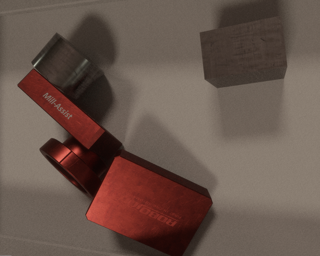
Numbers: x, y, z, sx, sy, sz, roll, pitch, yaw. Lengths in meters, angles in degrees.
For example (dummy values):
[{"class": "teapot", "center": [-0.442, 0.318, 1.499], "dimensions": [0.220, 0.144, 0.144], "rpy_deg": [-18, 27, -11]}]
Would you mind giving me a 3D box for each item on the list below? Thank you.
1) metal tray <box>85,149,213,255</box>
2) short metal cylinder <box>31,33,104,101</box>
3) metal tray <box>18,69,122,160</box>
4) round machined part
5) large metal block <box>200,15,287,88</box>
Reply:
[{"class": "metal tray", "center": [-0.013, 0.094, 0.385], "dimensions": [0.131, 0.030, 0.090], "rpy_deg": [26, 99, -7]}, {"class": "short metal cylinder", "center": [-0.123, -0.082, 0.419], "dimensions": [0.080, 0.080, 0.050], "rpy_deg": [42, 93, 15]}, {"class": "metal tray", "center": [-0.116, -0.016, 0.412], "dimensions": [0.130, 0.090, 0.030], "rpy_deg": [39, 84, 15]}, {"class": "round machined part", "center": [-0.111, 0.048, 0.419], "dimensions": [0.098, 0.098, 0.042], "rpy_deg": [36, 67, 16]}, {"class": "large metal block", "center": [0.095, -0.080, 0.348], "dimensions": [0.080, 0.080, 0.050], "rpy_deg": [-6, 88, 19]}]
